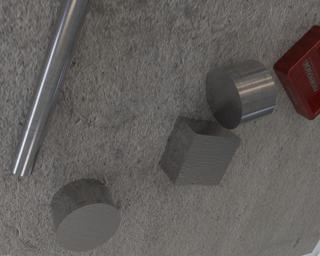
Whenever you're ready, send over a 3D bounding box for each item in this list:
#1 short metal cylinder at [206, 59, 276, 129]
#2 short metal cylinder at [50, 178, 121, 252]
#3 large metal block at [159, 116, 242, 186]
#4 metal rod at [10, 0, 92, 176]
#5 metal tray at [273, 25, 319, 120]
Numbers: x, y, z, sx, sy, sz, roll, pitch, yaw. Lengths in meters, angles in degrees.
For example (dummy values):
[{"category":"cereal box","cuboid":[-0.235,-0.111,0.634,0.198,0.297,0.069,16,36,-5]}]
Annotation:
[{"category":"short metal cylinder","cuboid":[0.102,-0.044,0.400,0.050,0.080,0.079,-19,126,-18]},{"category":"short metal cylinder","cuboid":[-0.098,0.114,0.408,0.081,0.050,0.079,-14,124,-21]},{"category":"large metal block","cuboid":[0.056,0.034,0.443,0.081,0.050,0.079,7,115,-32]},{"category":"metal rod","cuboid":[-0.096,-0.081,0.304,0.025,0.025,0.298,13,112,-34]},{"category":"metal tray","cuboid":[0.240,-0.082,0.484,0.090,0.030,0.130,-45,129,3]}]
